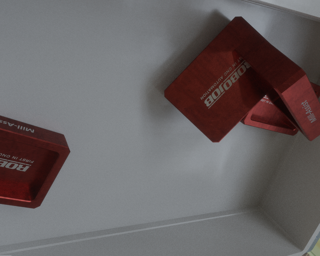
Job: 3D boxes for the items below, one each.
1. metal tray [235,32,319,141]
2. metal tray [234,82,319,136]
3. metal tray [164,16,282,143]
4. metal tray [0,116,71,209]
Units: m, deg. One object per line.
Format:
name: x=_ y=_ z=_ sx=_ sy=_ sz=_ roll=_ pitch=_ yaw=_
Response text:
metal tray: x=0.149 y=-0.046 z=0.371 sx=0.030 sy=0.090 sz=0.130 roll=-41 pitch=136 yaw=14
metal tray: x=0.183 y=-0.041 z=0.479 sx=0.131 sy=0.030 sz=0.089 roll=11 pitch=113 yaw=-33
metal tray: x=0.080 y=-0.057 z=0.380 sx=0.090 sy=0.030 sz=0.130 roll=44 pitch=94 yaw=0
metal tray: x=-0.176 y=0.034 z=0.329 sx=0.131 sy=0.030 sz=0.090 roll=22 pitch=107 yaw=-36
